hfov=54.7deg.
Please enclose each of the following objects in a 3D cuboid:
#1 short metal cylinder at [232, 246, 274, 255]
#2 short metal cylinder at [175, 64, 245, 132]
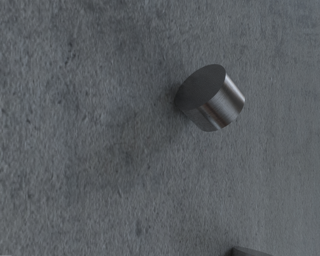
[{"bbox_3d":[0.155,0.230,0.503,0.080,0.080,0.050,23,76,-38],"label":"short metal cylinder"},{"bbox_3d":[0.069,-0.042,0.429,0.050,0.080,0.080,43,64,-32],"label":"short metal cylinder"}]
